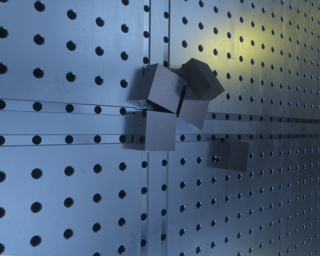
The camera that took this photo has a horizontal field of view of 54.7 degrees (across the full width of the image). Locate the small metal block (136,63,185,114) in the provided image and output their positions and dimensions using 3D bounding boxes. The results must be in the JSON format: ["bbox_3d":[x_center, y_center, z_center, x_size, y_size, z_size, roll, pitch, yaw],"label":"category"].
[{"bbox_3d":[0.002,-0.051,0.412,0.050,0.025,0.050,25,74,-38],"label":"small metal block"}]

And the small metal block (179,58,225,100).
[{"bbox_3d":[0.060,-0.068,0.438,0.050,0.025,0.050,-1,57,-58],"label":"small metal block"}]

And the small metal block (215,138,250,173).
[{"bbox_3d":[0.121,0.045,0.513,0.050,0.025,0.050,15,81,-39],"label":"small metal block"}]

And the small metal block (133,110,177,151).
[{"bbox_3d":[-0.006,0.005,0.406,0.050,0.025,0.050,5,87,-40],"label":"small metal block"}]

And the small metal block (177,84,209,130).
[{"bbox_3d":[0.042,-0.029,0.446,0.050,0.025,0.050,27,73,-37],"label":"small metal block"}]
